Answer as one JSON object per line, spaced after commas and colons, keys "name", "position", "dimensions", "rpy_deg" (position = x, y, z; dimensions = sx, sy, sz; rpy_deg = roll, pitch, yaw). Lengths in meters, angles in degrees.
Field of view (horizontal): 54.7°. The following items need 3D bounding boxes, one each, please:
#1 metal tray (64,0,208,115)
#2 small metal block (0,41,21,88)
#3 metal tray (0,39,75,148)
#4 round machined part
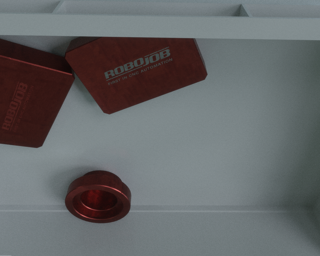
{"name": "metal tray", "position": [-0.024, -0.075, 0.342], "dimensions": [0.130, 0.030, 0.090], "rpy_deg": [-19, 128, 15]}
{"name": "small metal block", "position": [-0.185, -0.072, 0.345], "dimensions": [0.050, 0.025, 0.050], "rpy_deg": [13, 129, -12]}
{"name": "metal tray", "position": [-0.165, -0.033, 0.358], "dimensions": [0.091, 0.030, 0.129], "rpy_deg": [11, 132, -34]}
{"name": "round machined part", "position": [-0.094, 0.104, 0.485], "dimensions": [0.099, 0.042, 0.097], "rpy_deg": [-1, 130, 0]}
